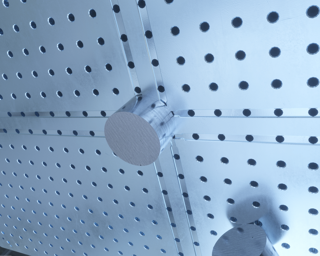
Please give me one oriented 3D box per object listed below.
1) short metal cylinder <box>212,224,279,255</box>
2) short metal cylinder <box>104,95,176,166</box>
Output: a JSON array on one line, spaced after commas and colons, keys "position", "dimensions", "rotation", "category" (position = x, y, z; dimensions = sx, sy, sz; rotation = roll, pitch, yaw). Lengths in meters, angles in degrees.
[{"position": [0.119, 0.179, 0.424], "dimensions": [0.080, 0.080, 0.050], "rotation": [-23, 106, 36], "category": "short metal cylinder"}, {"position": [-0.026, 0.003, 0.410], "dimensions": [0.080, 0.050, 0.079], "rotation": [13, 124, 20], "category": "short metal cylinder"}]
